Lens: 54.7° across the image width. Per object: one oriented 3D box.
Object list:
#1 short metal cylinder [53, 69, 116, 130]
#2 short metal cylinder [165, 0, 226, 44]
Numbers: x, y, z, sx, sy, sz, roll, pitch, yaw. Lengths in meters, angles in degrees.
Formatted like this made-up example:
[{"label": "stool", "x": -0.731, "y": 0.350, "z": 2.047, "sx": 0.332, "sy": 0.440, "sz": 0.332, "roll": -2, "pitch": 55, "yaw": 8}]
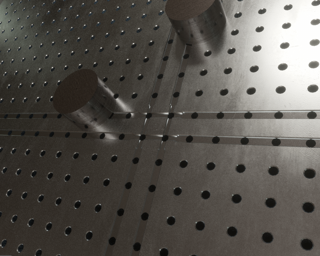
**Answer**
[{"label": "short metal cylinder", "x": -0.116, "y": -0.044, "z": 0.478, "sx": 0.080, "sy": 0.050, "sz": 0.080, "roll": -13, "pitch": 56, "yaw": 20}, {"label": "short metal cylinder", "x": 0.055, "y": -0.175, "z": 0.470, "sx": 0.080, "sy": 0.050, "sz": 0.080, "roll": -13, "pitch": 56, "yaw": 20}]
